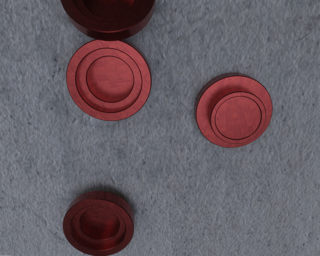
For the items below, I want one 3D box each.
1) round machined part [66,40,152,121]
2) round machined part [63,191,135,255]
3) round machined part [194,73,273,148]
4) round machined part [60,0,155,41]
[{"bbox_3d":[-0.059,-0.061,0.377,0.099,0.042,0.097,0,110,-1],"label":"round machined part"},{"bbox_3d":[-0.085,0.132,0.448,0.099,0.042,0.097,0,110,-1],"label":"round machined part"},{"bbox_3d":[0.095,-0.019,0.395,0.099,0.042,0.097,0,110,-1],"label":"round machined part"},{"bbox_3d":[-0.054,-0.139,0.334,0.099,0.042,0.097,1,80,-3],"label":"round machined part"}]
